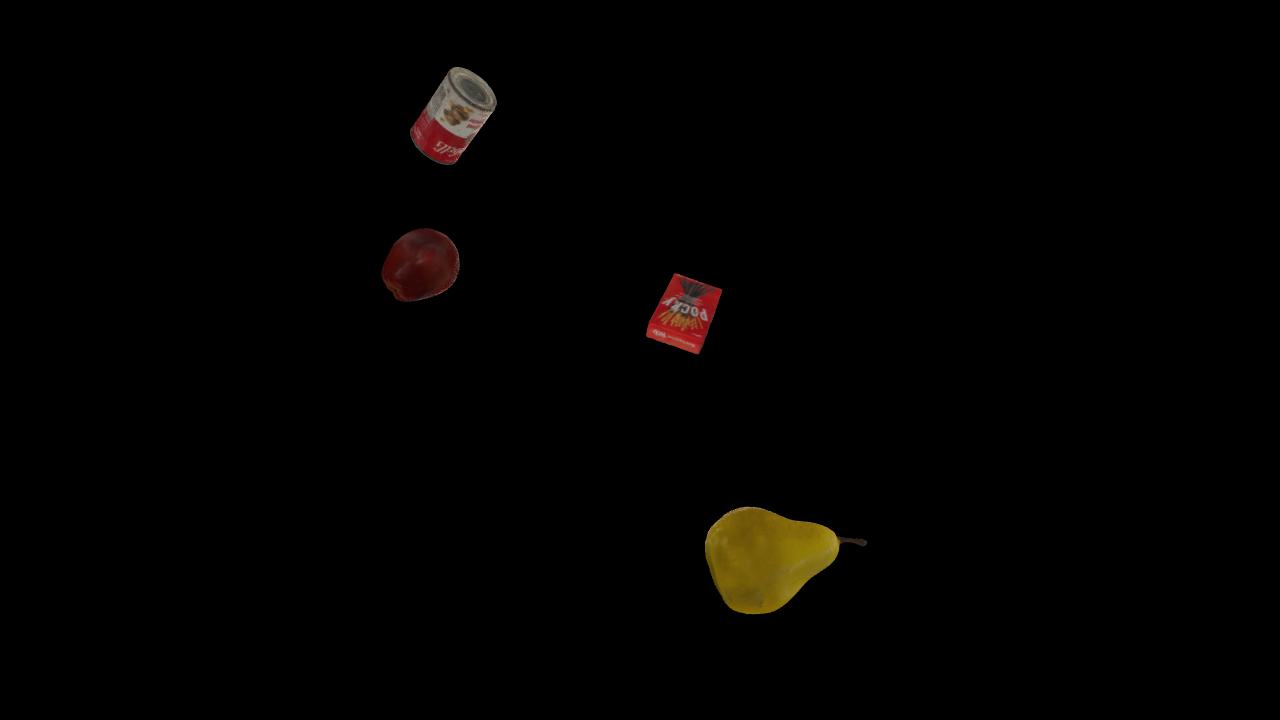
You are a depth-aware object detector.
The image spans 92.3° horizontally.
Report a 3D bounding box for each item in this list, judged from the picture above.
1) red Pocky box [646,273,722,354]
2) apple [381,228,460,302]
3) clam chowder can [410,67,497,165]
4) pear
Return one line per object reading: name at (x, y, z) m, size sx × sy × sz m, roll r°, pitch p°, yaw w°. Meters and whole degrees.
red Pocky box at (0.069, -0.073, 0.917) m, size 0.083 × 0.028 × 0.155 m, roll 20°, pitch 39°, yaw 5°
apple at (-0.255, -0.111, 0.722) m, size 0.093 × 0.079 × 0.079 m, roll -46°, pitch 25°, yaw -27°
clam chowder can at (-0.235, -0.307, 0.777) m, size 0.102 × 0.068 × 0.068 m, roll -37°, pitch -23°, yaw 34°
pear at (0.106, 0.139, 0.453) m, size 0.111 × 0.080 × 0.080 m, roll -16°, pitch 2°, yaw -5°
